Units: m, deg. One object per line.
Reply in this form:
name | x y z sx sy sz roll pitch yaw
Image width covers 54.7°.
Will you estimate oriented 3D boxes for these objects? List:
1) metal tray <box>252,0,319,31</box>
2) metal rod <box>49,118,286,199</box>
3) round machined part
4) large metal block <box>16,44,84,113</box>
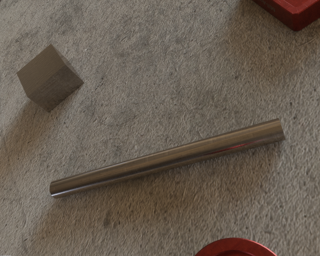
metal tray | 0.183 -0.199 0.426 0.090 0.030 0.130 -34 52 5
metal rod | -0.006 0.043 0.379 0.301 0.025 0.025 -17 55 18
round machined part | 0.070 0.148 0.265 0.098 0.042 0.098 -13 56 20
large metal block | -0.192 -0.087 0.539 0.080 0.050 0.080 -41 51 0
